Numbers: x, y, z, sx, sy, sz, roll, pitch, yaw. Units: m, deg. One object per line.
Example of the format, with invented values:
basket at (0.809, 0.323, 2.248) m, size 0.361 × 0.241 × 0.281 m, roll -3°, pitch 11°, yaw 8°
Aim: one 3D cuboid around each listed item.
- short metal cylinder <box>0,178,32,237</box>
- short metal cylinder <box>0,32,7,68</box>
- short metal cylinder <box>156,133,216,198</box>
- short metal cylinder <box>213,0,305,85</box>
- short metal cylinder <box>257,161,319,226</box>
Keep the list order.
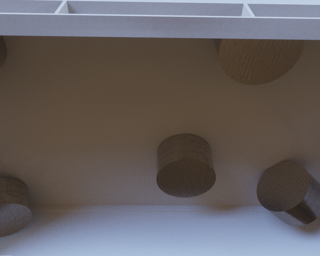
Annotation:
short metal cylinder at (-0.243, 0.123, 0.476) m, size 0.081 × 0.050 × 0.080 m, roll -18°, pitch 137°, yaw -17°
short metal cylinder at (-0.212, -0.079, 0.323) m, size 0.081 × 0.050 × 0.079 m, roll 0°, pitch 130°, yaw 0°
short metal cylinder at (0.035, 0.054, 0.439) m, size 0.081 × 0.050 × 0.079 m, roll 0°, pitch 130°, yaw 0°
short metal cylinder at (0.097, -0.091, 0.316) m, size 0.081 × 0.050 × 0.079 m, roll 0°, pitch 130°, yaw 0°
short metal cylinder at (0.192, 0.096, 0.456) m, size 0.080 × 0.080 × 0.050 m, roll -36°, pitch 121°, yaw 27°
